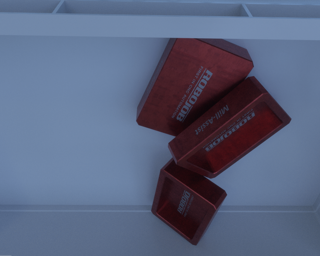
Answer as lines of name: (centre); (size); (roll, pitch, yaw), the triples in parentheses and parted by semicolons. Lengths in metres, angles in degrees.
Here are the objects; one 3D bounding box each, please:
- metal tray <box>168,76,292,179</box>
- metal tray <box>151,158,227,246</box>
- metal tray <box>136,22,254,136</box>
metal tray: (0.086, 0.006, 0.380); (0.130, 0.030, 0.090); (-41, 140, 18)
metal tray: (0.037, 0.112, 0.459); (0.090, 0.030, 0.129); (33, 141, 19)
metal tray: (0.036, -0.046, 0.367); (0.091, 0.030, 0.129); (18, 128, -15)
